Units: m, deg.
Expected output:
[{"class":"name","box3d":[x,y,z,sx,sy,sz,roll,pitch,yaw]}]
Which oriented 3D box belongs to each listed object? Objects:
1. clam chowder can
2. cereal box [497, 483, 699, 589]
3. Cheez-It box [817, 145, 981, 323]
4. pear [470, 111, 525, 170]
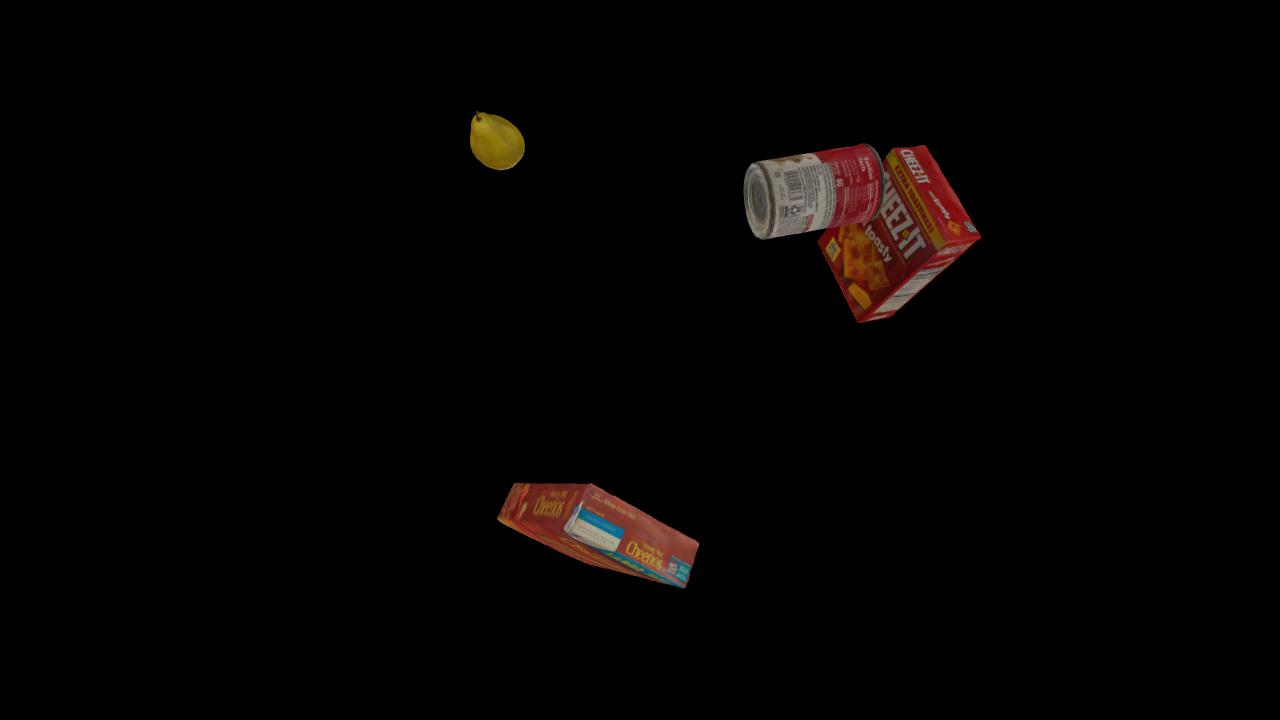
[{"class":"clam chowder can","box3d":[0.149,-0.146,0.536,0.102,0.068,0.068,-12,1,-7]},{"class":"cereal box","box3d":[-0.078,0.267,0.965,0.203,0.081,0.306,34,-24,-23]},{"class":"Cheez-It box","box3d":[0.375,-0.180,0.922,0.071,0.166,0.223,-11,-22,-19]},{"class":"pear","box3d":[-0.217,-0.323,0.881,0.080,0.080,0.111,0,-15,21]}]
